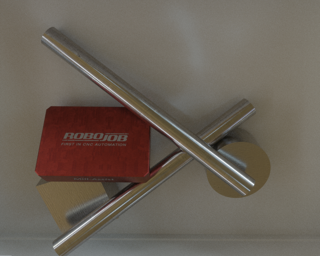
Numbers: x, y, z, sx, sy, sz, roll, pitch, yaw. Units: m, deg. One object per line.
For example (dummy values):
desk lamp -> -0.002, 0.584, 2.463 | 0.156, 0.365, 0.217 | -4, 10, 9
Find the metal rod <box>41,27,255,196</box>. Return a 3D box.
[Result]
metal rod -> -0.014, -0.019, 0.371 | 0.301, 0.025, 0.025 | 37, 106, 0

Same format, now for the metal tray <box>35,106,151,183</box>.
metal tray -> -0.078, 0.020, 0.384 | 0.131, 0.030, 0.090 | 1, 66, 0

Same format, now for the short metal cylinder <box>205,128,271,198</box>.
short metal cylinder -> 0.099, 0.045, 0.414 | 0.081, 0.050, 0.079 | 0, 110, -1

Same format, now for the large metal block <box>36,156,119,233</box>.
large metal block -> -0.106, 0.088, 0.424 | 0.080, 0.050, 0.080 | -18, 109, 6

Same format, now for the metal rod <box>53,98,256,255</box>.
metal rod -> -0.005, 0.061, 0.393 | 0.301, 0.025, 0.025 | -37, 107, -3
